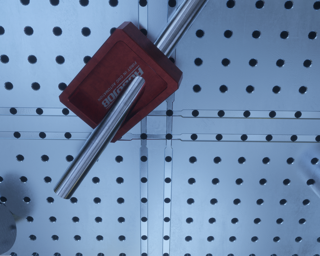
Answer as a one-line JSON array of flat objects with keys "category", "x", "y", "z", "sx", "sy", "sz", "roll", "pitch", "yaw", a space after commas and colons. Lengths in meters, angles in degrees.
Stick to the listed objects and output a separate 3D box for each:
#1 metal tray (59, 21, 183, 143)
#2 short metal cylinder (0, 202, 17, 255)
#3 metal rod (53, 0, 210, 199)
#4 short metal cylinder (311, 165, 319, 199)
[{"category": "metal tray", "x": -0.049, "y": -0.048, "z": 0.370, "sx": 0.090, "sy": 0.030, "sz": 0.130, "roll": 42, "pitch": 124, "yaw": -14}, {"category": "short metal cylinder", "x": -0.253, "y": 0.148, "z": 0.436, "sx": 0.050, "sy": 0.080, "sz": 0.080, "roll": -28, "pitch": 108, "yaw": 10}, {"category": "metal rod", "x": -0.037, "y": -0.038, "z": 0.374, "sx": 0.025, "sy": 0.025, "sz": 0.299, "roll": 34, "pitch": 97, "yaw": -12}, {"category": "short metal cylinder", "x": 0.264, "y": 0.083, "z": 0.433, "sx": 0.081, "sy": 0.050, "sz": 0.079, "roll": 0, "pitch": 110, "yaw": 0}]
